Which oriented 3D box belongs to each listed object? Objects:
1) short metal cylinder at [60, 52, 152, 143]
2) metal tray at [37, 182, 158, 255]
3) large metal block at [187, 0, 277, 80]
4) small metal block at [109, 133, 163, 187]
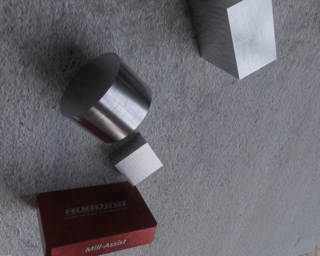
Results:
[{"bbox_3d":[-0.056,-0.031,0.322,0.080,0.080,0.050,-45,129,3],"label":"short metal cylinder"},{"bbox_3d":[-0.081,0.114,0.390,0.131,0.090,0.030,-3,120,-27],"label":"metal tray"},{"bbox_3d":[0.079,-0.112,0.345,0.050,0.080,0.080,-30,129,-9],"label":"large metal block"},{"bbox_3d":[-0.032,0.043,0.416,0.050,0.025,0.050,-36,129,-5],"label":"small metal block"}]
